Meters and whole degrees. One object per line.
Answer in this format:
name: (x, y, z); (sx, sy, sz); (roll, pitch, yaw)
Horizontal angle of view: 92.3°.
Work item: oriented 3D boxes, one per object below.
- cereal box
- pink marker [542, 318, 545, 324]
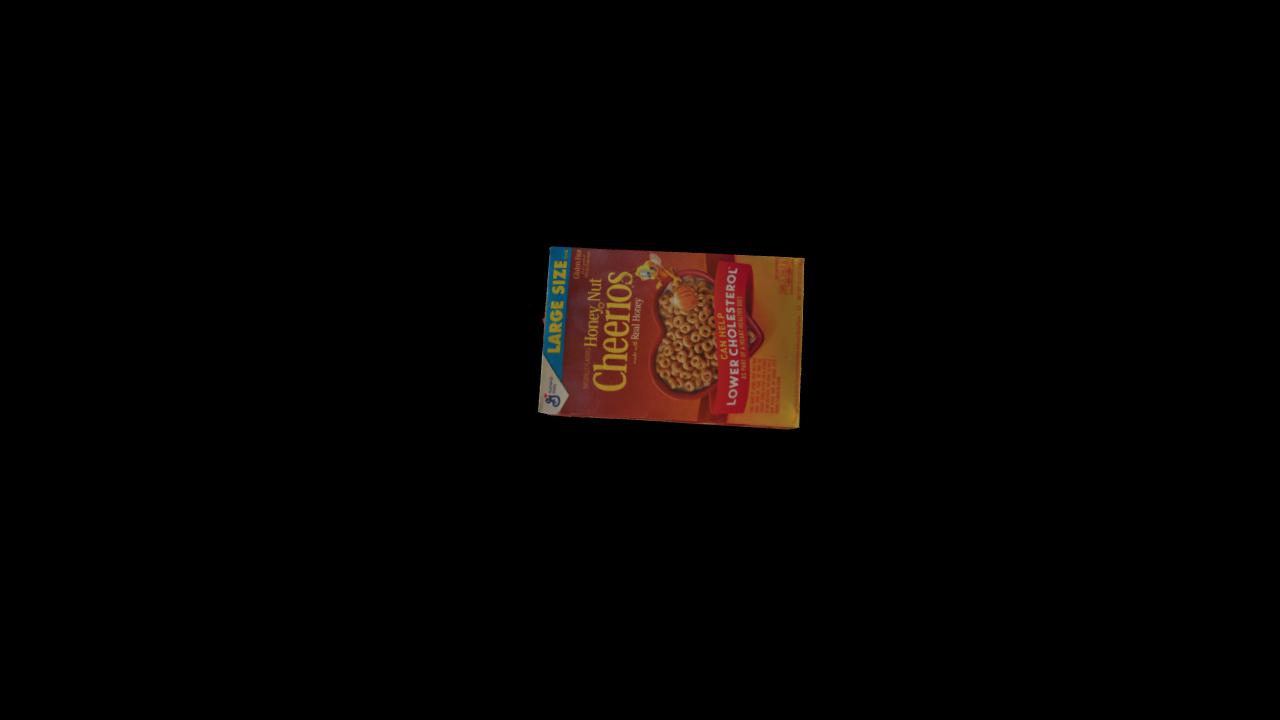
cereal box: (0.037, -0.025, 0.742); (0.306, 0.203, 0.081); (4, -7, 3)
pink marker: (-0.062, -0.065, 0.761); (0.121, 0.020, 0.020); (-18, 2, -5)
